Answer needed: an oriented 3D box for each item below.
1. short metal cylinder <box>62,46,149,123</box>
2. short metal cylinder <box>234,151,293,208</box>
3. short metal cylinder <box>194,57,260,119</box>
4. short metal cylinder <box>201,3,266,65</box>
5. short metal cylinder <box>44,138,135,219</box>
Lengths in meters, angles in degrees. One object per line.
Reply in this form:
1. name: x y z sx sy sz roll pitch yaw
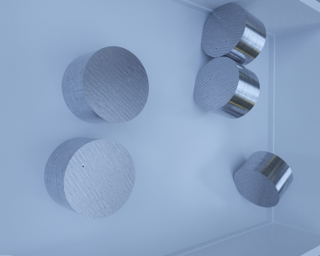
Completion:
1. short metal cylinder: -0.059 -0.045 0.342 0.081 0.050 0.079 0 90 -40
2. short metal cylinder: 0.172 0.085 0.519 0.050 0.080 0.080 -39 114 -33
3. short metal cylinder: 0.097 -0.058 0.455 0.050 0.080 0.080 16 80 -39
4. short metal cylinder: 0.109 -0.137 0.465 0.050 0.080 0.080 13 82 -40
5. short metal cylinder: -0.074 0.051 0.330 0.081 0.050 0.079 0 90 -40
